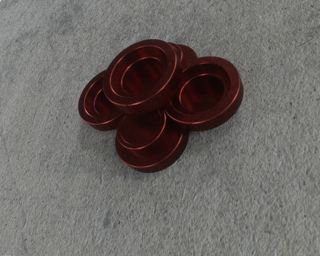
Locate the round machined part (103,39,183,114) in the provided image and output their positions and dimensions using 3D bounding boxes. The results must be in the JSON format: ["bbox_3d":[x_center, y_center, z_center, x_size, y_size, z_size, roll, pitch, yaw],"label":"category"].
[{"bbox_3d":[-0.018,-0.059,0.384,0.098,0.042,0.098,-13,57,21],"label":"round machined part"}]

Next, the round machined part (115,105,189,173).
[{"bbox_3d":[-0.016,0.005,0.398,0.098,0.042,0.098,-13,56,20],"label":"round machined part"}]

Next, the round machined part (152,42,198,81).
[{"bbox_3d":[0.007,-0.082,0.440,0.098,0.042,0.098,-13,56,20],"label":"round machined part"}]

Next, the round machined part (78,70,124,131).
[{"bbox_3d":[-0.066,-0.038,0.450,0.098,0.042,0.098,-13,56,20],"label":"round machined part"}]

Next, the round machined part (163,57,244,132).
[{"bbox_3d":[0.055,-0.038,0.388,0.098,0.042,0.098,-13,56,20],"label":"round machined part"}]
